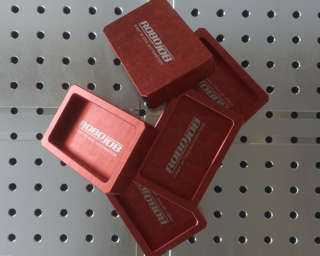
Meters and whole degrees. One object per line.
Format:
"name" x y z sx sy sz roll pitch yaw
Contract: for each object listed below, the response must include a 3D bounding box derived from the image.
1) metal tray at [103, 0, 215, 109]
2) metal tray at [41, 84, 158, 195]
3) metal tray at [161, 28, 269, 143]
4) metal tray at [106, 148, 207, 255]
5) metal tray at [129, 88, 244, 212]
"metal tray" -0.005 -0.096 0.380 0.090 0.030 0.130 -30 60 -1
"metal tray" -0.078 0.011 0.379 0.130 0.030 0.090 28 90 30
"metal tray" 0.066 -0.054 0.411 0.090 0.030 0.130 -43 91 0
"metal tray" -0.010 0.095 0.410 0.090 0.030 0.130 -33 90 -1
"metal tray" 0.031 0.024 0.381 0.090 0.030 0.130 29 90 -1
